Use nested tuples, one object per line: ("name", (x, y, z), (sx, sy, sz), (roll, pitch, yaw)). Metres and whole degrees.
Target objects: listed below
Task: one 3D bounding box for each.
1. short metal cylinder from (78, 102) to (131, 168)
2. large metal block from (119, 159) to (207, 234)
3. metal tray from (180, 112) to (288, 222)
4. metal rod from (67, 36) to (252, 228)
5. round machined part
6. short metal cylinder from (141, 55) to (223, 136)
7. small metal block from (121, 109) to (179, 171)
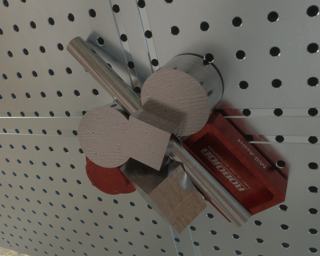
("short metal cylinder", (-0.060, 0.007, 0.412), (0.080, 0.050, 0.079), (4, 103, 19))
("large metal block", (0.003, 0.077, 0.402), (0.080, 0.050, 0.080), (26, 154, 55))
("metal tray", (0.082, 0.054, 0.393), (0.130, 0.030, 0.090), (45, 129, -4))
("metal rod", (-0.006, -0.001, 0.377), (0.300, 0.025, 0.025), (46, 130, 8))
("round machined part", (-0.073, 0.062, 0.471), (0.098, 0.042, 0.097), (13, 124, 21))
("short metal cylinder", (0.026, -0.038, 0.354), (0.080, 0.050, 0.079), (13, 124, 21))
("small metal block", (-0.012, 0.013, 0.352), (0.050, 0.025, 0.050), (24, 119, 14))
